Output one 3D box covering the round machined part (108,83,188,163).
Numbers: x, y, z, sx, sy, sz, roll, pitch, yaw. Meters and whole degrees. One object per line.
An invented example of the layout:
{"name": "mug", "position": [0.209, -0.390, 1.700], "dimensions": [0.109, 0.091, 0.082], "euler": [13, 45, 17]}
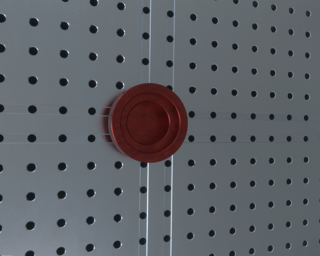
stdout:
{"name": "round machined part", "position": [-0.018, -0.006, 0.397], "dimensions": [0.099, 0.042, 0.097], "euler": [0, 90, -20]}
